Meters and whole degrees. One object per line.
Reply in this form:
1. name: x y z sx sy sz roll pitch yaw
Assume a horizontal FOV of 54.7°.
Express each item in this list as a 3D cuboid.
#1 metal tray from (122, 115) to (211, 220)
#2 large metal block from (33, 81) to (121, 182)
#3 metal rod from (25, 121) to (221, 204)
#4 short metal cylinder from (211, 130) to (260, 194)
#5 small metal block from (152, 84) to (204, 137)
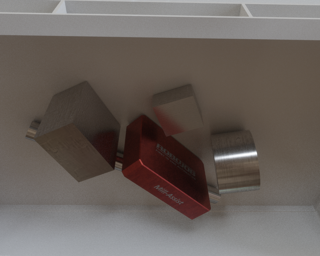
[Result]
1. metal tray: 0.011 0.052 0.408 0.030 0.090 0.130 -36 122 26
2. large metal block: -0.093 0.004 0.373 0.050 0.080 0.080 -21 127 16
3. metal rod: -0.040 0.056 0.455 0.302 0.025 0.025 22 126 -19
4. short metal cylinder: 0.098 0.045 0.411 0.050 0.080 0.080 -8 130 8
5. small metal block: 0.023 -0.021 0.388 0.050 0.025 0.050 -16 129 12
